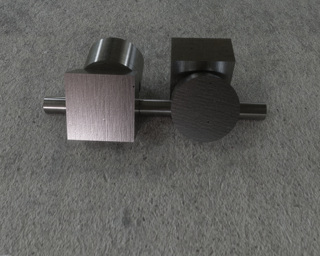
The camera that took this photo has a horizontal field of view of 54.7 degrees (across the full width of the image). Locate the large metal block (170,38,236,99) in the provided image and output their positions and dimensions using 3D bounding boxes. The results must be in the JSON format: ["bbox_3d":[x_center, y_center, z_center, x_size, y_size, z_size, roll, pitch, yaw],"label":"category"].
[{"bbox_3d":[0.055,-0.077,0.434,0.080,0.080,0.050,1,50,1],"label":"large metal block"}]

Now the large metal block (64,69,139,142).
[{"bbox_3d":[-0.069,-0.030,0.385,0.080,0.079,0.050,2,16,1],"label":"large metal block"}]

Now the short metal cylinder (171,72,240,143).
[{"bbox_3d":[0.054,-0.027,0.385,0.080,0.079,0.050,1,15,1],"label":"short metal cylinder"}]

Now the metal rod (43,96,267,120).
[{"bbox_3d":[-0.007,-0.028,0.430,0.302,0.025,0.025,2,50,1],"label":"metal rod"}]

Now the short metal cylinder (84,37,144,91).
[{"bbox_3d":[-0.065,-0.078,0.434,0.080,0.080,0.050,3,50,2],"label":"short metal cylinder"}]
